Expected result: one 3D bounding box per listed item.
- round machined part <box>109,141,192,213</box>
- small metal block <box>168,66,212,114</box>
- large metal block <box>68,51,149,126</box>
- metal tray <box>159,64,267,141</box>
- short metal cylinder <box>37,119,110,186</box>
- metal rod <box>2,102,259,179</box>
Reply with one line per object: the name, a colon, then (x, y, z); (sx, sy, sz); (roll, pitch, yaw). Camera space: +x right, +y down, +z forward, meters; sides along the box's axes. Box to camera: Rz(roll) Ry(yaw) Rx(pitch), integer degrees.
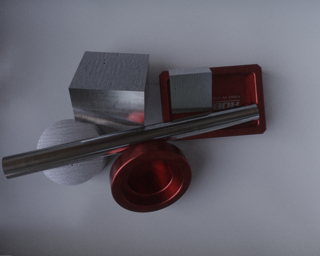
round machined part: (-0.014, 0.056, 0.385); (0.099, 0.042, 0.097); (-8, 124, -12)
small metal block: (0.038, -0.048, 0.389); (0.050, 0.025, 0.050); (-5, 116, 0)
large metal block: (-0.056, -0.049, 0.374); (0.081, 0.080, 0.050); (3, 132, 0)
metal tray: (0.067, -0.032, 0.408); (0.131, 0.030, 0.089); (-5, 90, -1)
short metal cylinder: (-0.107, 0.029, 0.395); (0.081, 0.050, 0.079); (0, 90, -1)
metal rod: (-0.024, 0.011, 0.368); (0.302, 0.025, 0.025); (-13, 90, -11)
